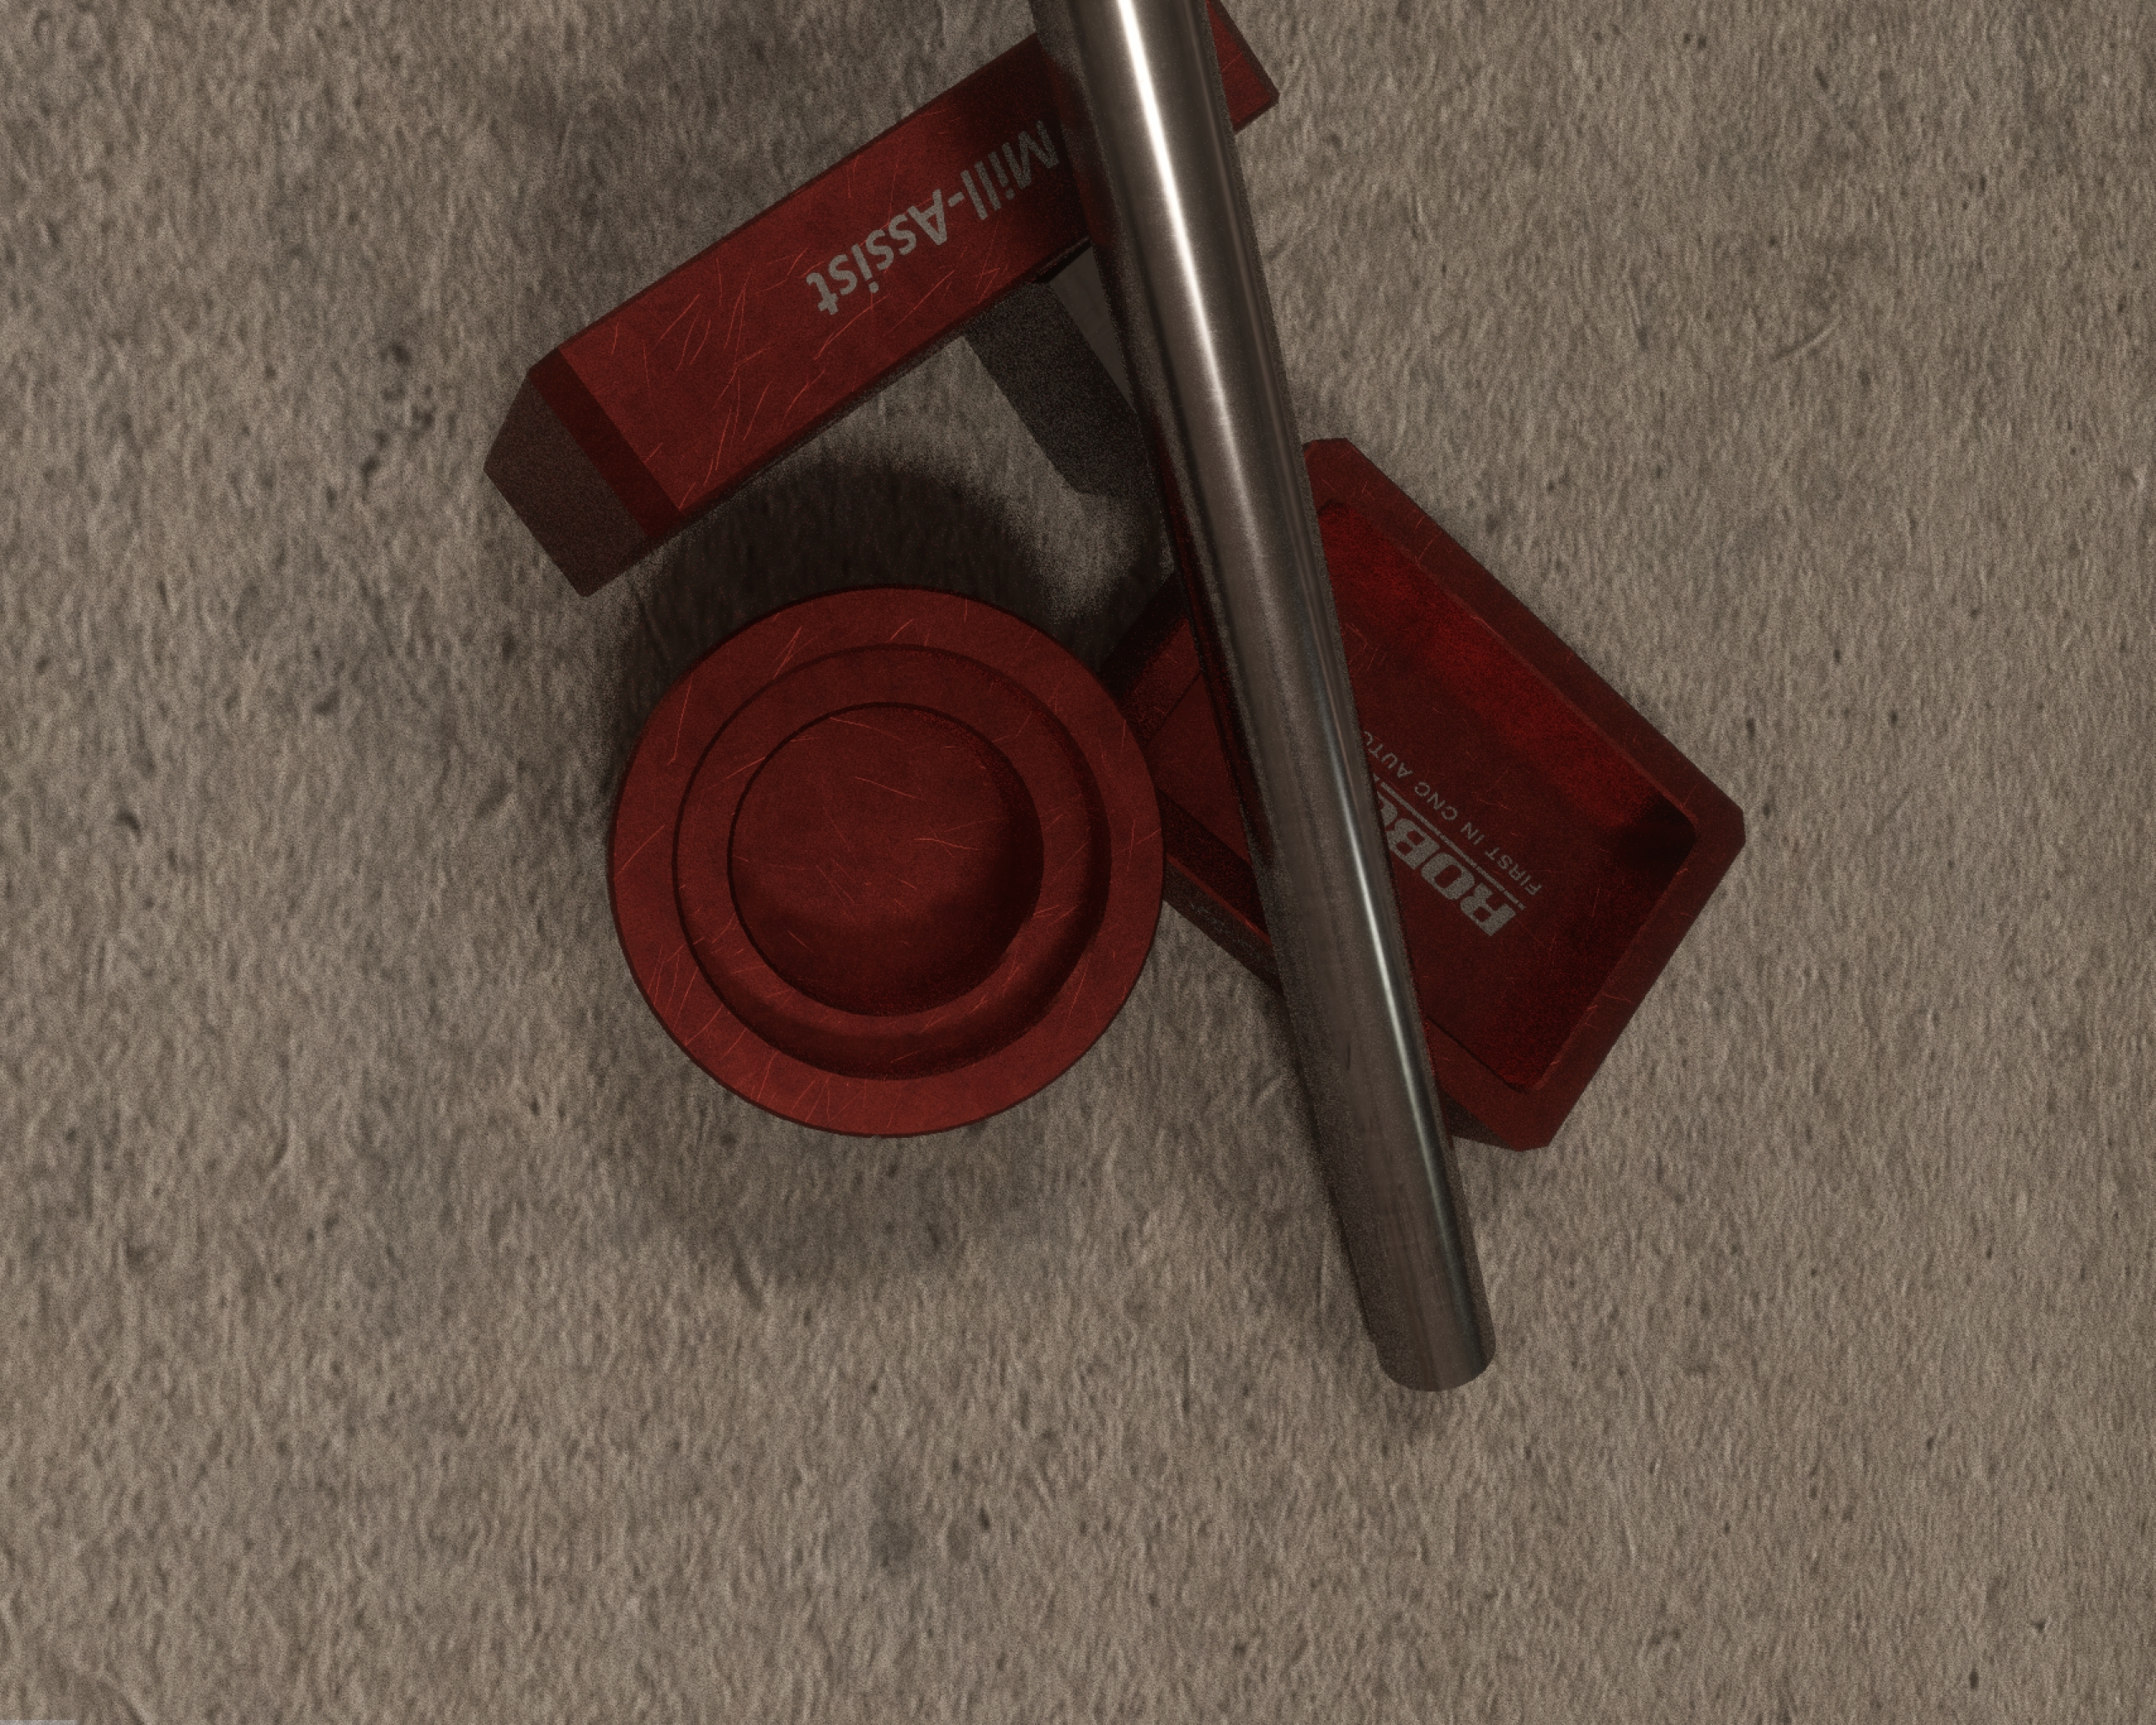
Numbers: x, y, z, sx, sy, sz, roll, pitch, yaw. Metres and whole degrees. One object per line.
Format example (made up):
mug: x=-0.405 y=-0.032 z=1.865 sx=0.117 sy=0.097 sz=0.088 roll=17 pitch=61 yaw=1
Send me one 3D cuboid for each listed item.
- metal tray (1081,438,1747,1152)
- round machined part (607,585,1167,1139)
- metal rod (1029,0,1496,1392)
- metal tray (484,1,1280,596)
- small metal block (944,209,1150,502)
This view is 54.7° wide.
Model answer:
metal tray: x=0.067 y=-0.013 z=0.434 sx=0.130 sy=0.030 sz=0.090 roll=40 pitch=77 yaw=-16
round machined part: x=-0.037 y=-0.001 z=0.385 sx=0.099 sy=0.042 sz=0.097 roll=-1 pitch=93 yaw=-14
metal rod: x=0.038 y=-0.021 z=0.369 sx=0.025 sy=0.025 sz=0.298 roll=-28 pitch=121 yaw=-18
metal tray: x=-0.037 y=-0.099 z=0.362 sx=0.131 sy=0.090 sz=0.030 roll=-39 pitch=103 yaw=-16
small metal block: x=0.006 y=-0.096 z=0.395 sx=0.025 sy=0.050 sz=0.050 roll=-44 pitch=119 yaw=-12
